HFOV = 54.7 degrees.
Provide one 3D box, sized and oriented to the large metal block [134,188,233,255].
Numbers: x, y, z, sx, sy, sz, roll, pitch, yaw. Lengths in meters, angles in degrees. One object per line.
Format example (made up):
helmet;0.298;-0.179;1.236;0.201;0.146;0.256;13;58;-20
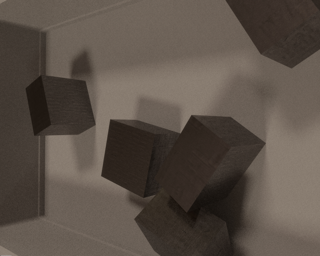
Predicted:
large metal block;0.028;0.121;0.339;0.080;0.050;0.080;25;148;37

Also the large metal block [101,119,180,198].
large metal block;-0.027;0.036;0.411;0.080;0.050;0.079;17;101;38

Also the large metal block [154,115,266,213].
large metal block;0.053;0.034;0.326;0.050;0.081;0.080;43;116;31

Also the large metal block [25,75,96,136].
large metal block;-0.159;-0.034;0.500;0.050;0.081;0.080;-25;75;37

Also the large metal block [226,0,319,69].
large metal block;0.108;-0.107;0.281;0.050;0.081;0.080;-38;67;33
